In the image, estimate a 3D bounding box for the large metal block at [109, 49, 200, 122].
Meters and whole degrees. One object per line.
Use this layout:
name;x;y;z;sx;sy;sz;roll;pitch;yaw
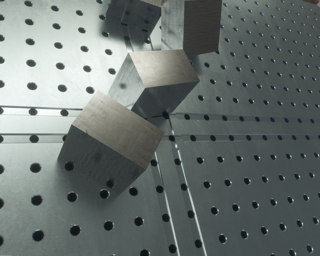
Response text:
large metal block;-0.010;-0.054;0.400;0.081;0.080;0.050;-12;68;-33

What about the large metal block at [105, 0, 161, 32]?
large metal block;-0.041;-0.212;0.499;0.081;0.050;0.080;10;57;-23

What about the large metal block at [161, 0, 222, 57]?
large metal block;0.049;-0.160;0.488;0.081;0.079;0.050;-20;32;-35

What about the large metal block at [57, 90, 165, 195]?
large metal block;-0.054;0.019;0.332;0.080;0.080;0.050;33;52;-7
